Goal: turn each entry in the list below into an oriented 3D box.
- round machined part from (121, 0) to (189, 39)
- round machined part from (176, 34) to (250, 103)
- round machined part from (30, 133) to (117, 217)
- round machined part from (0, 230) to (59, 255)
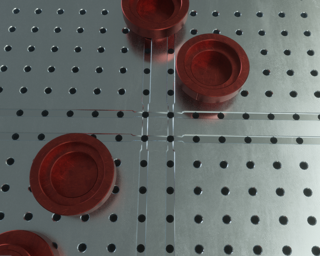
[{"bbox_3d":[-0.007,-0.175,0.467,0.099,0.042,0.098,0,70,0],"label":"round machined part"},{"bbox_3d":[0.070,-0.079,0.432,0.099,0.042,0.098,0,70,0],"label":"round machined part"},{"bbox_3d":[-0.102,0.059,0.381,0.099,0.042,0.098,0,70,0],"label":"round machined part"},{"bbox_3d":[-0.165,0.164,0.342,0.099,0.042,0.098,0,70,0],"label":"round machined part"}]
